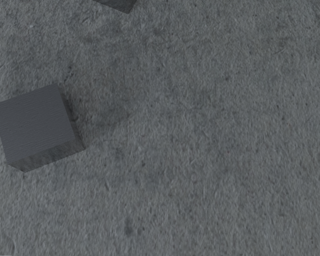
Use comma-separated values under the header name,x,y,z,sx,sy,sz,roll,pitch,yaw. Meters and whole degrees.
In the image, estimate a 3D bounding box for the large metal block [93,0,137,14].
name,x,y,z,sx,sy,sz,roll,pitch,yaw
large metal block,-0.069,-0.237,0.481,0.080,0.050,0.080,24,72,8

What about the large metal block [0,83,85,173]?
name,x,y,z,sx,sy,sz,roll,pitch,yaw
large metal block,-0.152,0.000,0.393,0.080,0.050,0.080,-21,72,-8
